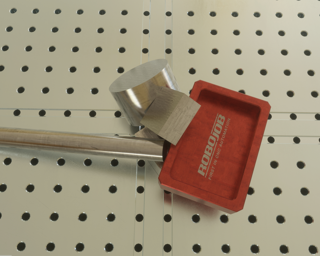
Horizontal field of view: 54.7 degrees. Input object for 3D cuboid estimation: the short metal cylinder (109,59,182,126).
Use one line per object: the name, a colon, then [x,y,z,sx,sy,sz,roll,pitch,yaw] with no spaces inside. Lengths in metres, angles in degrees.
short metal cylinder: [-0.017,-0.046,0.393,0.080,0.080,0.050,-33,116,-12]

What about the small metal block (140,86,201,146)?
small metal block: [0.010,-0.015,0.340,0.025,0.050,0.050,33,90,-30]

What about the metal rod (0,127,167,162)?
metal rod: [-0.141,0.015,0.373,0.301,0.025,0.025,4,70,13]

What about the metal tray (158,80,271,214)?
metal tray: [0.062,0.019,0.347,0.090,0.030,0.130,19,71,7]

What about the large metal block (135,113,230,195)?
large metal block: [0.026,0.024,0.388,0.080,0.050,0.080,-34,74,-12]
